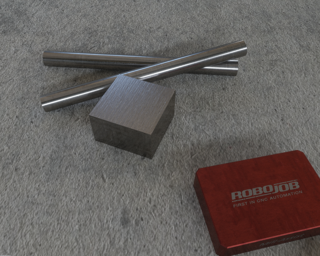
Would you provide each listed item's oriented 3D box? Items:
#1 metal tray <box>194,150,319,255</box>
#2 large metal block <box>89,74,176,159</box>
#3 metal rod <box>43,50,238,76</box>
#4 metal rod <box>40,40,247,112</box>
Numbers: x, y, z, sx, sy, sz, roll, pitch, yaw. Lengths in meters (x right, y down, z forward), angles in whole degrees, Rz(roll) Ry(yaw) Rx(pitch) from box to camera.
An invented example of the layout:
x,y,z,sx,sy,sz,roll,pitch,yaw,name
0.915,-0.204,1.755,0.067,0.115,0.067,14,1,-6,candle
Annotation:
x,y,z,sx,sy,sz,roll,pitch,yaw,name
0.112,0.078,0.336,0.131,0.030,0.090,-9,51,-9,metal tray
-0.032,-0.016,0.400,0.080,0.050,0.080,17,52,13,large metal block
-0.031,-0.102,0.488,0.302,0.025,0.025,3,50,2,metal rod
-0.018,-0.077,0.448,0.302,0.025,0.025,-17,52,-7,metal rod
